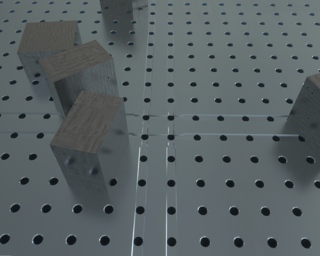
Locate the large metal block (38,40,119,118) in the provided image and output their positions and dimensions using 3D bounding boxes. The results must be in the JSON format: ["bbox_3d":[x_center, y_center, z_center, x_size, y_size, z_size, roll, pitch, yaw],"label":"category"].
[{"bbox_3d":[-0.106,-0.061,0.423,0.080,0.080,0.050,-28,55,-21],"label":"large metal block"}]

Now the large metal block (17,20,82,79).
[{"bbox_3d":[-0.172,-0.127,0.497,0.080,0.050,0.080,-4,50,-4],"label":"large metal block"}]

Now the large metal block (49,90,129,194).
[{"bbox_3d":[-0.075,0.017,0.358,0.050,0.080,0.080,11,51,9],"label":"large metal block"}]

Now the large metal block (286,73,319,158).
[{"bbox_3d":[0.215,-0.015,0.386,0.050,0.080,0.080,-17,52,-14],"label":"large metal block"}]

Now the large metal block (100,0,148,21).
[{"bbox_3d":[-0.072,-0.265,0.595,0.080,0.080,0.050,26,55,20],"label":"large metal block"}]
